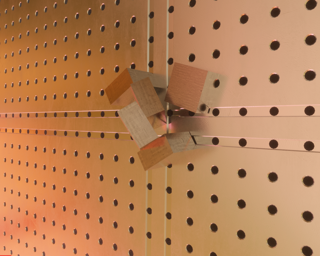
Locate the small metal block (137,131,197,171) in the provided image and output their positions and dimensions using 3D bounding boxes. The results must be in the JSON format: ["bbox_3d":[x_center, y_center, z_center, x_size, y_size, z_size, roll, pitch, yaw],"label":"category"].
[{"bbox_3d":[0.009,0.028,0.386,0.050,0.050,0.025,-36,70,34],"label":"small metal block"}]

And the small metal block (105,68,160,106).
[{"bbox_3d":[-0.038,-0.054,0.426,0.050,0.050,0.025,-37,67,34],"label":"small metal block"}]

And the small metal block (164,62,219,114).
[{"bbox_3d":[0.038,-0.049,0.379,0.050,0.025,0.050,24,105,37],"label":"small metal block"}]

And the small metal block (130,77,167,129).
[{"bbox_3d":[-0.014,-0.030,0.403,0.025,0.050,0.050,-23,71,-4],"label":"small metal block"}]

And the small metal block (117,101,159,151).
[{"bbox_3d":[-0.026,-0.001,0.379,0.025,0.050,0.050,-31,84,-7],"label":"small metal block"}]
